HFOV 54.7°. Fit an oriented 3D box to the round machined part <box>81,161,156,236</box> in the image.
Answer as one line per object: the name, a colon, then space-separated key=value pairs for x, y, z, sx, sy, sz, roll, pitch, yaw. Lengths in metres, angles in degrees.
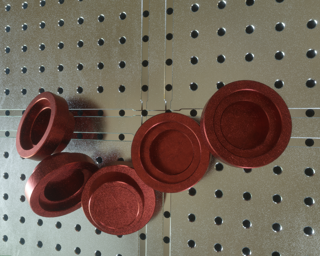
round machined part: x=-0.054 y=0.096 z=0.405 sx=0.099 sy=0.042 sz=0.097 roll=0 pitch=99 yaw=0

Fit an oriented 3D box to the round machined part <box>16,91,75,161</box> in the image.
round machined part: x=-0.160 y=0.000 z=0.445 sx=0.098 sy=0.042 sz=0.098 roll=-18 pitch=60 yaw=35

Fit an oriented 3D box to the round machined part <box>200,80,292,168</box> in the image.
round machined part: x=0.095 y=-0.003 z=0.357 sx=0.099 sy=0.042 sz=0.097 roll=1 pitch=82 yaw=-4

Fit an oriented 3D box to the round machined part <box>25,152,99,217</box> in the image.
round machined part: x=-0.134 y=0.072 z=0.424 sx=0.042 sy=0.098 sz=0.098 roll=44 pitch=105 yaw=37

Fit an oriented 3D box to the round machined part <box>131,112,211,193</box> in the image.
round machined part: x=0.017 y=0.031 z=0.393 sx=0.098 sy=0.042 sz=0.097 roll=-1 pitch=86 yaw=14
